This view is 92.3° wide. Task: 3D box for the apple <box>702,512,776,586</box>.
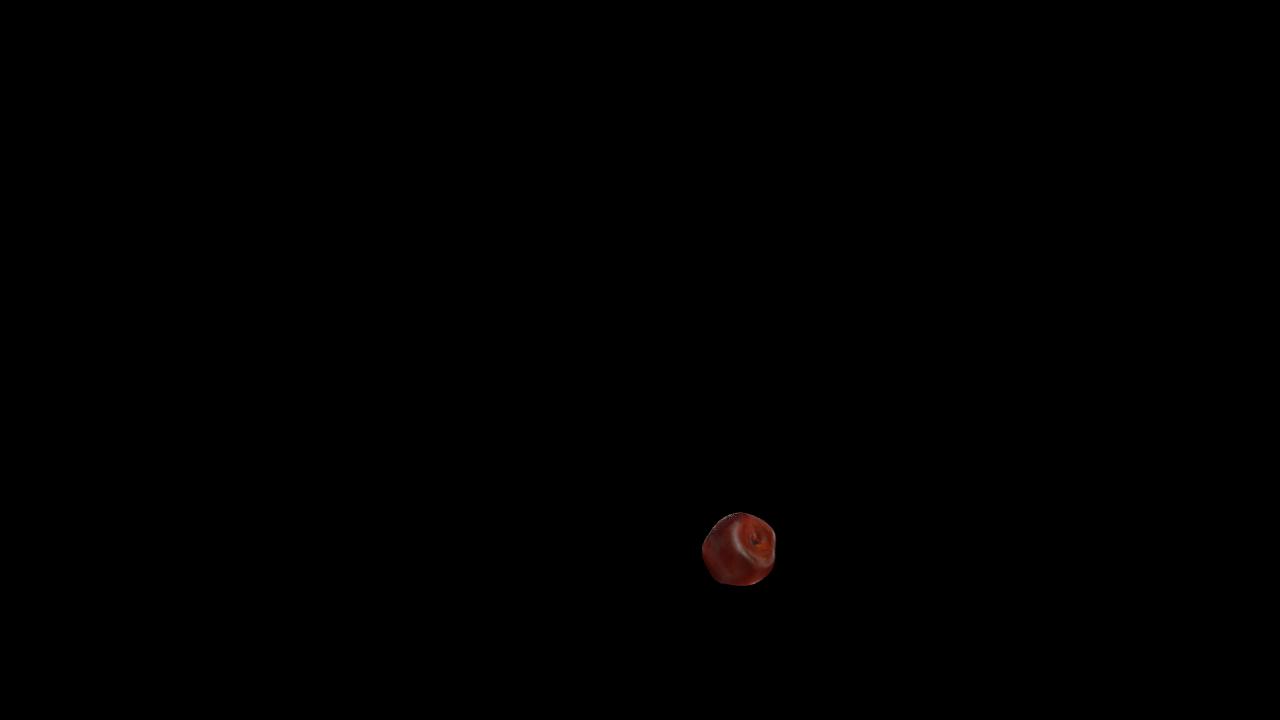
[{"bbox_3d":[0.110,0.214,0.691,0.079,0.079,0.093,0,-31,-26],"label":"apple"}]
